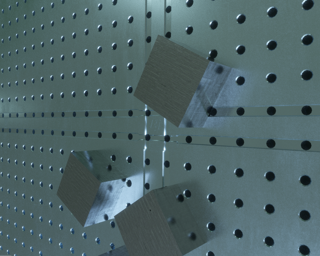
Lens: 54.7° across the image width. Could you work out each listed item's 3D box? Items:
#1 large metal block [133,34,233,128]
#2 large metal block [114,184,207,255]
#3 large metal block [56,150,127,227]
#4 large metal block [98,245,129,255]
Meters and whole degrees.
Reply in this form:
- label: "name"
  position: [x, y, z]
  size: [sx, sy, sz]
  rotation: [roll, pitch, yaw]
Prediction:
- label: "large metal block"
  position: [0.025, -0.055, 0.371]
  size: [0.080, 0.050, 0.079]
  rotation: [37, 113, 33]
- label: "large metal block"
  position: [-0.002, 0.128, 0.393]
  size: [0.080, 0.050, 0.080]
  rotation: [-40, 66, 32]
- label: "large metal block"
  position: [-0.107, 0.090, 0.479]
  size: [0.080, 0.050, 0.079]
  rotation: [36, 112, 34]
- label: "large metal block"
  position: [-0.045, 0.223, 0.428]
  size: [0.080, 0.050, 0.079]
  rotation: [12, 98, 39]
